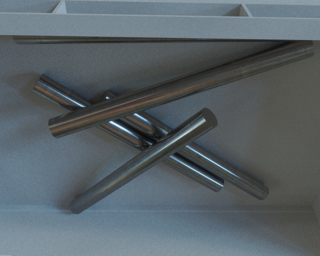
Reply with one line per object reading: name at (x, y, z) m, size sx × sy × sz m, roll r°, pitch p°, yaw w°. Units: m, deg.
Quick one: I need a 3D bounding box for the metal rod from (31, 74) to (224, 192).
metal rod at (-0.026, 0.018, 0.423) m, size 0.301 × 0.025 × 0.025 m, roll 31°, pitch 123°, yaw -24°

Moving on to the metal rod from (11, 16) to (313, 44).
metal rod at (0.003, -0.101, 0.322) m, size 0.302 × 0.025 × 0.025 m, roll -1°, pitch 130°, yaw 0°

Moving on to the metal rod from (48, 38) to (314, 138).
metal rod at (0.018, -0.044, 0.350) m, size 0.301 × 0.025 × 0.025 m, roll -17°, pitch 129°, yaw 6°

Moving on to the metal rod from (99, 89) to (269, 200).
metal rod at (0.049, 0.034, 0.438) m, size 0.301 × 0.025 × 0.025 m, roll 31°, pitch 123°, yaw -24°

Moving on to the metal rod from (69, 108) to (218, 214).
metal rod at (-0.042, 0.060, 0.432) m, size 0.025 × 0.025 × 0.299 m, roll 34°, pitch 130°, yaw -26°
